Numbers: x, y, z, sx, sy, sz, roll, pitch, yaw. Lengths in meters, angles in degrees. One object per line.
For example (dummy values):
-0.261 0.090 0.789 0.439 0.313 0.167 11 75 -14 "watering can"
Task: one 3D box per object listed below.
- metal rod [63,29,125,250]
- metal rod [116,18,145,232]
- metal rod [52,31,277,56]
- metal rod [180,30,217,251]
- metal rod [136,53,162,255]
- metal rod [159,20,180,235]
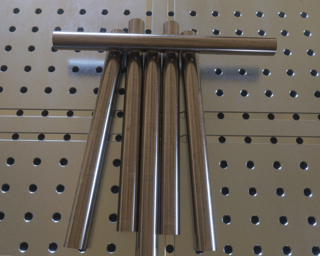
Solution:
-0.080 0.000 0.410 0.025 0.025 0.299 7 70 2 "metal rod"
-0.037 -0.018 0.418 0.025 0.025 0.299 1 70 0 "metal rod"
0.006 -0.116 0.428 0.302 0.025 0.025 2 70 0 "metal rod"
0.048 0.002 0.412 0.025 0.025 0.299 -2 70 -1 "metal rod"
-0.013 0.035 0.399 0.025 0.025 0.299 1 70 0 "metal rod"
0.014 -0.014 0.418 0.025 0.025 0.299 1 70 0 "metal rod"
